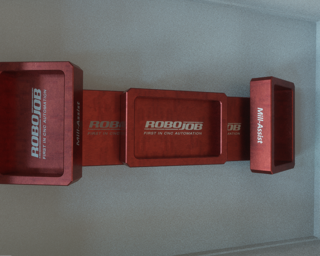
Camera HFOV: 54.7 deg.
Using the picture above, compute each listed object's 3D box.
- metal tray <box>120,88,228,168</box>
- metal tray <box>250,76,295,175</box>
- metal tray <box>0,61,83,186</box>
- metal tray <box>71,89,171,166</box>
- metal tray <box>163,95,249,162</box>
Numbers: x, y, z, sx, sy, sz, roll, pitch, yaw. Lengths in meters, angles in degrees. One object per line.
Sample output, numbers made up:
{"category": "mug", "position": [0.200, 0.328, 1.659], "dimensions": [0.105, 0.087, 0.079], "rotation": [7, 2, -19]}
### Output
{"category": "metal tray", "position": [0.019, 0.000, 0.381], "dimensions": [0.131, 0.030, 0.089], "rotation": [1, 89, -20]}
{"category": "metal tray", "position": [0.164, -0.004, 0.446], "dimensions": [0.091, 0.030, 0.129], "rotation": [0, 90, -48]}
{"category": "metal tray", "position": [-0.133, -0.005, 0.338], "dimensions": [0.090, 0.030, 0.129], "rotation": [1, 90, 5]}
{"category": "metal tray", "position": [-0.052, 0.000, 0.388], "dimensions": [0.131, 0.030, 0.089], "rotation": [0, 90, -20]}
{"category": "metal tray", "position": [0.071, 0.001, 0.433], "dimensions": [0.131, 0.030, 0.089], "rotation": [0, 90, -20]}
